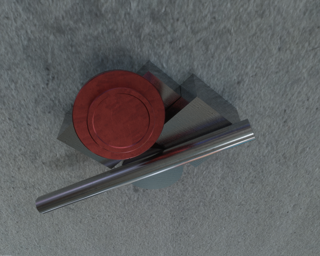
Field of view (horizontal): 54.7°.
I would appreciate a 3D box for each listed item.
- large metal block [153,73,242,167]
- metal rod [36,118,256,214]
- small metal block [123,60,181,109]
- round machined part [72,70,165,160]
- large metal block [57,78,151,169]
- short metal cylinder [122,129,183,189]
[{"bbox_3d":[0.043,-0.007,0.387,0.080,0.050,0.080,34,122,-26],"label":"large metal block"},{"bbox_3d":[-0.031,0.054,0.389,0.300,0.025,0.025,-22,127,17],"label":"metal rod"},{"bbox_3d":[-0.011,-0.044,0.370,0.050,0.025,0.050,35,122,-27],"label":"small metal block"},{"bbox_3d":[-0.042,-0.012,0.329,0.099,0.042,0.097,-3,105,-11],"label":"round machined part"},{"bbox_3d":[-0.066,-0.005,0.385,0.080,0.050,0.080,35,122,-26],"label":"large metal block"},{"bbox_3d":[-0.010,0.039,0.425,0.081,0.050,0.079,0,130,0],"label":"short metal cylinder"}]
